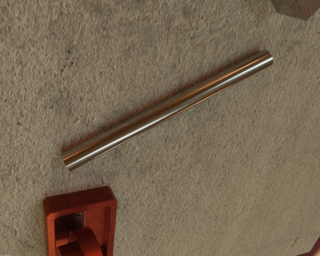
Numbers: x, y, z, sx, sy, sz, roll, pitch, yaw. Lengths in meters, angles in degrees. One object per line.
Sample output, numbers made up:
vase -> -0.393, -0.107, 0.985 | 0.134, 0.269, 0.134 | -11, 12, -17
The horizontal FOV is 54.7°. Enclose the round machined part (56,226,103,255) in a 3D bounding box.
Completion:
round machined part -> -0.103, 0.180, 0.397 | 0.042, 0.098, 0.097 | -10, 123, -30

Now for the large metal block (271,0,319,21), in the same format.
large metal block -> 0.172, -0.191, 0.369 | 0.080, 0.050, 0.080 | -47, 130, 4

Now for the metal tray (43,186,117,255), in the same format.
metal tray -> -0.111, 0.148, 0.435 | 0.091, 0.030, 0.129 | -7, 122, -26

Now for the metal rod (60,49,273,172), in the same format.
metal rod -> 0.018, -0.028, 0.400 | 0.302, 0.025, 0.025 | -28, 128, -11
